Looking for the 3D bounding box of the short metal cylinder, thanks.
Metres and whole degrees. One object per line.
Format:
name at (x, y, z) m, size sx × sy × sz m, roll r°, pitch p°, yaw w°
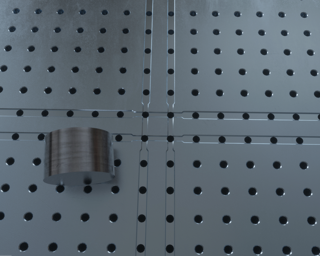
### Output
short metal cylinder at (-0.096, 0.036, 0.369) m, size 0.080 × 0.080 × 0.050 m, roll -6°, pitch 70°, yaw -2°
